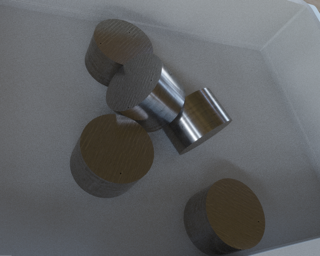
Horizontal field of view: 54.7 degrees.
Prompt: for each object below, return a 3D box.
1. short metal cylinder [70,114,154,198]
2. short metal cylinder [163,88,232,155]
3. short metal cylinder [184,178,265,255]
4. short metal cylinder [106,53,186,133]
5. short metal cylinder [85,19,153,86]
[{"bbox_3d":[-0.054,0.031,0.343,0.081,0.050,0.080,14,56,-21],"label":"short metal cylinder"},{"bbox_3d":[0.045,-0.008,0.401,0.081,0.080,0.050,-24,76,-37],"label":"short metal cylinder"},{"bbox_3d":[0.076,0.106,0.367,0.081,0.050,0.080,14,56,-21],"label":"short metal cylinder"},{"bbox_3d":[-0.017,-0.041,0.369,0.050,0.080,0.080,41,42,-43],"label":"short metal cylinder"},{"bbox_3d":[-0.056,-0.100,0.422,0.081,0.050,0.080,14,56,-21],"label":"short metal cylinder"}]
